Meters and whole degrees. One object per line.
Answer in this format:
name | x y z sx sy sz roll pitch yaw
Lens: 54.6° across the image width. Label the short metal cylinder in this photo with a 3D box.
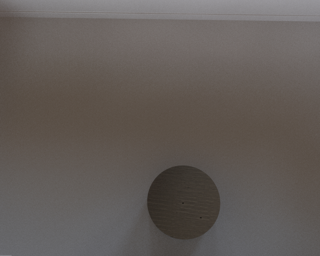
short metal cylinder | 0.026 0.089 0.364 0.080 0.050 0.080 0 70 0
